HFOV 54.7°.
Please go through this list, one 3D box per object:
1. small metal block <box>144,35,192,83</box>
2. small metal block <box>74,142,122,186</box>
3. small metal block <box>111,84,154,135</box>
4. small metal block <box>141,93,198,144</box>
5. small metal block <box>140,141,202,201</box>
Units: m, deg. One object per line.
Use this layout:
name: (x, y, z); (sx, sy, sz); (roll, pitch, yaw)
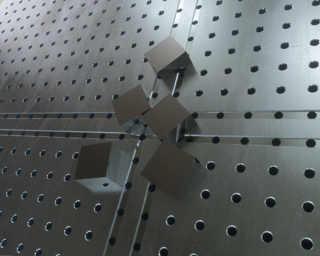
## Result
small metal block: (0.011, -0.105, 0.465); (0.050, 0.025, 0.050); (-36, 51, 3)
small metal block: (-0.084, 0.049, 0.420); (0.050, 0.025, 0.050); (-9, 58, 23)
small metal block: (-0.036, -0.027, 0.442); (0.050, 0.025, 0.050); (-30, 52, 8)
small metal block: (0.012, -0.010, 0.407); (0.050, 0.025, 0.050); (-40, 51, 0)
small metal block: (0.013, 0.050, 0.370); (0.050, 0.025, 0.050); (26, 75, 36)
